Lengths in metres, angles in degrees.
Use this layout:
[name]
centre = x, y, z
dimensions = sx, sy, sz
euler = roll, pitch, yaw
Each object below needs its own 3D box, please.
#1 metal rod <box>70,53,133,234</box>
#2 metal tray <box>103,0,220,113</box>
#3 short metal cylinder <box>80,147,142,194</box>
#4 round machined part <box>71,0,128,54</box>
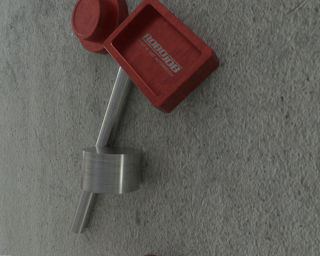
[metal rod]
centre = -0.087, 0.033, 0.474
dimensions = 0.025, 0.025, 0.298
euler = 31, 109, 35
[metal tray]
centre = -0.002, -0.093, 0.383
dimensions = 0.090, 0.030, 0.130
euler = -44, 62, 9
[short metal cylinder]
centre = -0.066, 0.055, 0.422
dimensions = 0.080, 0.081, 0.050
euler = 5, 94, 39
[round machined part]
centre = -0.097, -0.165, 0.472
dimensions = 0.098, 0.042, 0.097
euler = 0, 90, 39
